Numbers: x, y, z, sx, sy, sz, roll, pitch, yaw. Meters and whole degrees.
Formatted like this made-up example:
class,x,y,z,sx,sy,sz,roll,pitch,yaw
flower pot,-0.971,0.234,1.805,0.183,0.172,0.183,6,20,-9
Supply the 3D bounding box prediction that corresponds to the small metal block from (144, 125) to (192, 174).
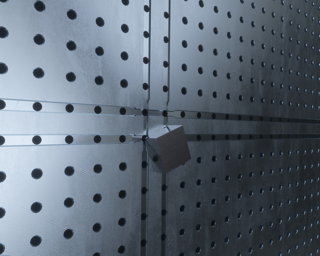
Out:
class,x,y,z,sx,sy,sz,roll,pitch,yaw
small metal block,0.011,0.028,0.421,0.050,0.025,0.050,-25,106,-37
